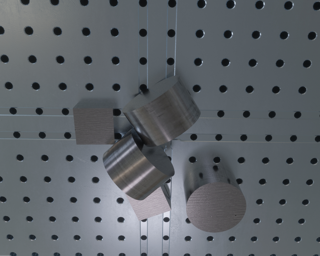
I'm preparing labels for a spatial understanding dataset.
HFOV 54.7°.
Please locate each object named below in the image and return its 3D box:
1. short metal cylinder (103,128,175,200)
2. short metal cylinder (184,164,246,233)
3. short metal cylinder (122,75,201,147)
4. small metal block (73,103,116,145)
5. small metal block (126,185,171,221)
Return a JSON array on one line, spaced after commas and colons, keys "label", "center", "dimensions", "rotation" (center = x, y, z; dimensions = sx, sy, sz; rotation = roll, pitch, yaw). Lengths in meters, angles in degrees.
[{"label": "short metal cylinder", "center": [-0.027, 0.046, 0.400], "dimensions": [0.050, 0.080, 0.080], "rotation": [-41, 105, 13]}, {"label": "short metal cylinder", "center": [0.075, 0.099, 0.437], "dimensions": [0.081, 0.050, 0.079], "rotation": [0, 110, 0]}, {"label": "short metal cylinder", "center": [0.002, -0.021, 0.376], "dimensions": [0.080, 0.080, 0.050], "rotation": [-29, 108, 10]}, {"label": "small metal block", "center": [-0.085, -0.006, 0.410], "dimensions": [0.050, 0.025, 0.050], "rotation": [0, 110, 0]}, {"label": "small metal block", "center": [-0.016, 0.101, 0.450], "dimensions": [0.050, 0.025, 0.050], "rotation": [-20, 109, 7]}]
